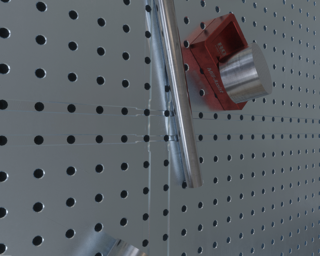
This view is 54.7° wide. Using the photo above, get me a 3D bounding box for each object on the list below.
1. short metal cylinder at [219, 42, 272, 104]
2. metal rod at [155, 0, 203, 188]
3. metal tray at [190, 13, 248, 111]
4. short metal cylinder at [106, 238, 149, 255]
[{"bbox_3d":[0.130,-0.082,0.468,0.080,0.050,0.080,29,53,-47],"label":"short metal cylinder"},{"bbox_3d":[0.025,-0.062,0.429,0.025,0.025,0.298,-17,101,-39],"label":"metal rod"},{"bbox_3d":[0.111,-0.103,0.498,0.090,0.030,0.130,-50,120,-28],"label":"metal tray"},{"bbox_3d":[-0.029,0.169,0.349,0.080,0.080,0.050,49,61,-29],"label":"short metal cylinder"}]
